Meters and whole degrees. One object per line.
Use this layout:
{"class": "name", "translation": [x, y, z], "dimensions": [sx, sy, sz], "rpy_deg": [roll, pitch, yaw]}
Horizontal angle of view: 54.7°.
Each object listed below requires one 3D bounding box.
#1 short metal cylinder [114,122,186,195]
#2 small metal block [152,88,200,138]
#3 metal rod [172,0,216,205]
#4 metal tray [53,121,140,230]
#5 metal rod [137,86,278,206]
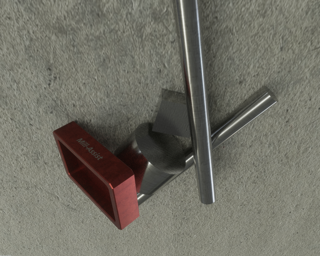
{"class": "short metal cylinder", "translation": [-0.013, 0.039, 0.404], "dimensions": [0.080, 0.080, 0.050], "rpy_deg": [30, 124, -23]}
{"class": "small metal block", "translation": [0.020, -0.018, 0.392], "dimensions": [0.050, 0.025, 0.050], "rpy_deg": [11, 129, -10]}
{"class": "metal rod", "translation": [0.046, -0.010, 0.365], "dimensions": [0.025, 0.025, 0.298], "rpy_deg": [-7, 129, 6]}
{"class": "metal tray", "translation": [-0.082, 0.058, 0.396], "dimensions": [0.030, 0.130, 0.089], "rpy_deg": [-33, 139, -31]}
{"class": "metal rod", "translation": [0.037, 0.046, 0.446], "dimensions": [0.025, 0.025, 0.299], "rpy_deg": [33, 123, -25]}
